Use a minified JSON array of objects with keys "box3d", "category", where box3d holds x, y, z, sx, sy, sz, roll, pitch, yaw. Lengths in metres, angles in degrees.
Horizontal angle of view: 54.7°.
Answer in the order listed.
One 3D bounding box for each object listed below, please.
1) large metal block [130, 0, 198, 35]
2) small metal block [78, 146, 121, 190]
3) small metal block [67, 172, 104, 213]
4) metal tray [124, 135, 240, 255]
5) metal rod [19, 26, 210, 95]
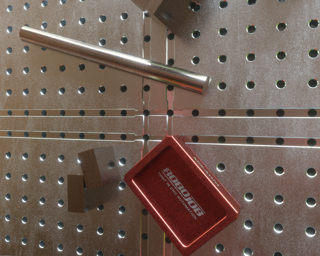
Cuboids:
[{"box3d":[0.011,-0.173,0.379,0.050,0.080,0.080,40,103,15],"category":"large metal block"},{"box3d":[-0.083,0.054,0.428,0.025,0.050,0.050,-18,84,19],"category":"small metal block"},{"box3d":[-0.104,0.087,0.436,0.025,0.050,0.050,-1,90,20],"category":"small metal block"},{"box3d":[0.026,0.084,0.400,0.090,0.030,0.130,-44,77,14],"category":"metal tray"},{"box3d":[-0.076,-0.101,0.439,0.301,0.025,0.025,19,97,18],"category":"metal rod"}]
